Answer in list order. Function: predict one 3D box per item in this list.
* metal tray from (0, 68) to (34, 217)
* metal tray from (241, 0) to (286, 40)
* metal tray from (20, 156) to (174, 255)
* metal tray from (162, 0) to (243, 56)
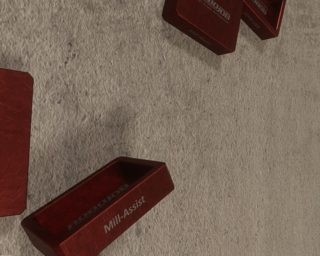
[{"bbox_3d":[-0.163,0.012,0.266,0.091,0.030,0.129,4,88,-40],"label":"metal tray"},{"bbox_3d":[0.172,-0.228,0.548,0.131,0.030,0.090,27,73,-37],"label":"metal tray"},{"bbox_3d":[-0.060,0.077,0.313,0.131,0.090,0.030,-33,111,-35],"label":"metal tray"},{"bbox_3d":[0.068,-0.176,0.461,0.131,0.030,0.090,20,78,-39],"label":"metal tray"}]
